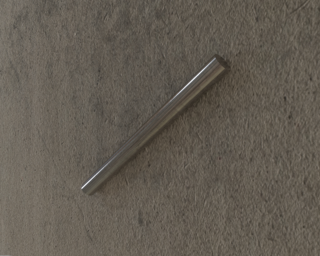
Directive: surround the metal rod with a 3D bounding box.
[{"bbox_3d":[-0.023,0.012,0.427,0.299,0.025,0.025,-43,64,31],"label":"metal rod"}]
